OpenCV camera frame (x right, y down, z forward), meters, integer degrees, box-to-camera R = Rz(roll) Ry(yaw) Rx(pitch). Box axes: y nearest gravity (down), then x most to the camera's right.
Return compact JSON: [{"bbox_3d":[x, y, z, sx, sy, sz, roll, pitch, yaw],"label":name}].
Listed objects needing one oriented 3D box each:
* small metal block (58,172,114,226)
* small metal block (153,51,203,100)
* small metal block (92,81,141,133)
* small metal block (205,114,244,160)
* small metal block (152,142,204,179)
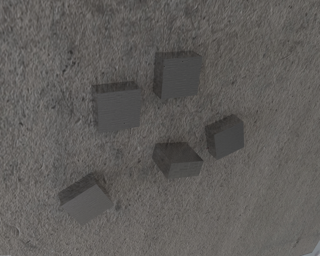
[{"bbox_3d":[-0.098,0.095,0.412,0.050,0.025,0.050,-32,129,-7],"label":"small metal block"},{"bbox_3d":[0.021,-0.065,0.378,0.050,0.025,0.050,-10,123,-24],"label":"small metal block"},{"bbox_3d":[-0.051,-0.025,0.363,0.050,0.025,0.050,-10,123,-23],"label":"small metal block"},{"bbox_3d":[0.099,0.014,0.469,0.050,0.025,0.050,-24,127,-14],"label":"small metal block"},{"bbox_3d":[0.024,0.044,0.431,0.050,0.050,0.025,-1,119,-28],"label":"small metal block"}]
